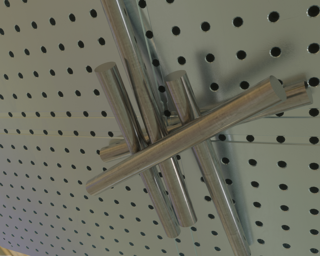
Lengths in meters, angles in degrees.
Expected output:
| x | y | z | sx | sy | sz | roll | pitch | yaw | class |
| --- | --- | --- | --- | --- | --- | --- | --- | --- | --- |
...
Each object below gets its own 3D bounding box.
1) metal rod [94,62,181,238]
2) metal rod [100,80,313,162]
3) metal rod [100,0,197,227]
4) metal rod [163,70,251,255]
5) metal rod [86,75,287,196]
| x | y | z | sx | sy | sz | roll | pitch | yaw | class |
| --- | --- | --- | --- | --- | --- | --- | --- | --- | --- |
| -0.019 | 0.051 | 0.424 | 0.025 | 0.025 | 0.299 | 1 | 128 | 28 | metal rod |
| 0.032 | 0.003 | 0.396 | 0.299 | 0.025 | 0.025 | -18 | 109 | 35 | metal rod |
| -0.010 | -0.013 | 0.381 | 0.025 | 0.025 | 0.299 | -11 | 105 | 33 | metal rod |
| 0.069 | 0.066 | 0.393 | 0.025 | 0.025 | 0.299 | -6 | 123 | 31 | metal rod |
| 0.002 | 0.026 | 0.358 | 0.299 | 0.025 | 0.025 | -31 | 101 | 39 | metal rod |
